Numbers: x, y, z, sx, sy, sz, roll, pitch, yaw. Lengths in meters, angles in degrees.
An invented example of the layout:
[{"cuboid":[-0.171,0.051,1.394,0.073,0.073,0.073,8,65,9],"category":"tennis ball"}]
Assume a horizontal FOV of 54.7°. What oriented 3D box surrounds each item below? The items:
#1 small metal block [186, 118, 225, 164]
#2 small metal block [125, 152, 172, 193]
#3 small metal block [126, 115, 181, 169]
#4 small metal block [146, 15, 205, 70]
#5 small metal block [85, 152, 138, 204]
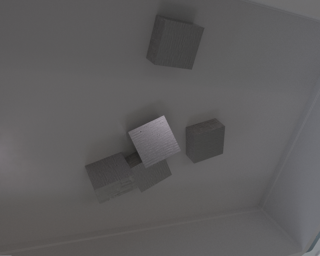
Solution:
[{"cuboid":[0.066,0.019,0.456,0.050,0.025,0.050,-16,125,-19],"category":"small metal block"},{"cuboid":[-0.017,0.055,0.433,0.050,0.025,0.050,-29,129,-10],"category":"small metal block"},{"cuboid":[-0.009,0.018,0.399,0.050,0.025,0.050,-26,91,-13],"category":"small metal block"},{"cuboid":[0.017,-0.098,0.357,0.050,0.025,0.050,1,118,-29],"category":"small metal block"},{"cuboid":[-0.063,0.063,0.397,0.050,0.050,0.025,-21,126,-16],"category":"small metal block"}]
